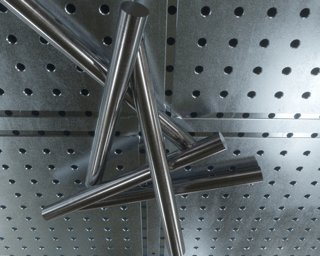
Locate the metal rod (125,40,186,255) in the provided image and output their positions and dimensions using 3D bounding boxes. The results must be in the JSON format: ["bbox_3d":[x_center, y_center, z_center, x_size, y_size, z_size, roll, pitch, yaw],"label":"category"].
[{"bbox_3d":[-0.002,0.043,0.389,0.025,0.025,0.298,-9,113,6],"label":"metal rod"}]

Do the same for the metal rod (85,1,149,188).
[{"bbox_3d":[-0.063,-0.009,0.376,0.025,0.025,0.298,12,137,-11],"label":"metal rod"}]

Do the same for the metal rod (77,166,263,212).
[{"bbox_3d":[0.008,0.099,0.496,0.301,0.025,0.025,-11,130,8],"label":"metal rod"}]

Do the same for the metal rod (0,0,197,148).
[{"bbox_3d":[-0.060,-0.059,0.360,0.025,0.025,0.301,-35,123,25],"label":"metal rod"}]

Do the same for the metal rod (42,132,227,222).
[{"bbox_3d":[-0.048,0.076,0.441,0.300,0.025,0.025,-25,126,19],"label":"metal rod"}]
